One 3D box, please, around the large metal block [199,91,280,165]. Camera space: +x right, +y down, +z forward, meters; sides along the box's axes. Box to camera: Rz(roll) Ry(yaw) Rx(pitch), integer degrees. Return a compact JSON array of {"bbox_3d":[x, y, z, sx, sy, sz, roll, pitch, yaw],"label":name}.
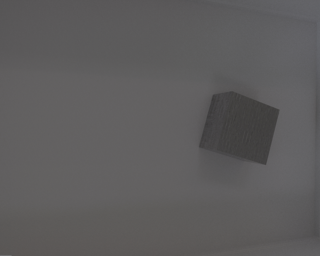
[{"bbox_3d":[0.111,0.001,0.438,0.080,0.050,0.080,18,84,-19],"label":"large metal block"}]
